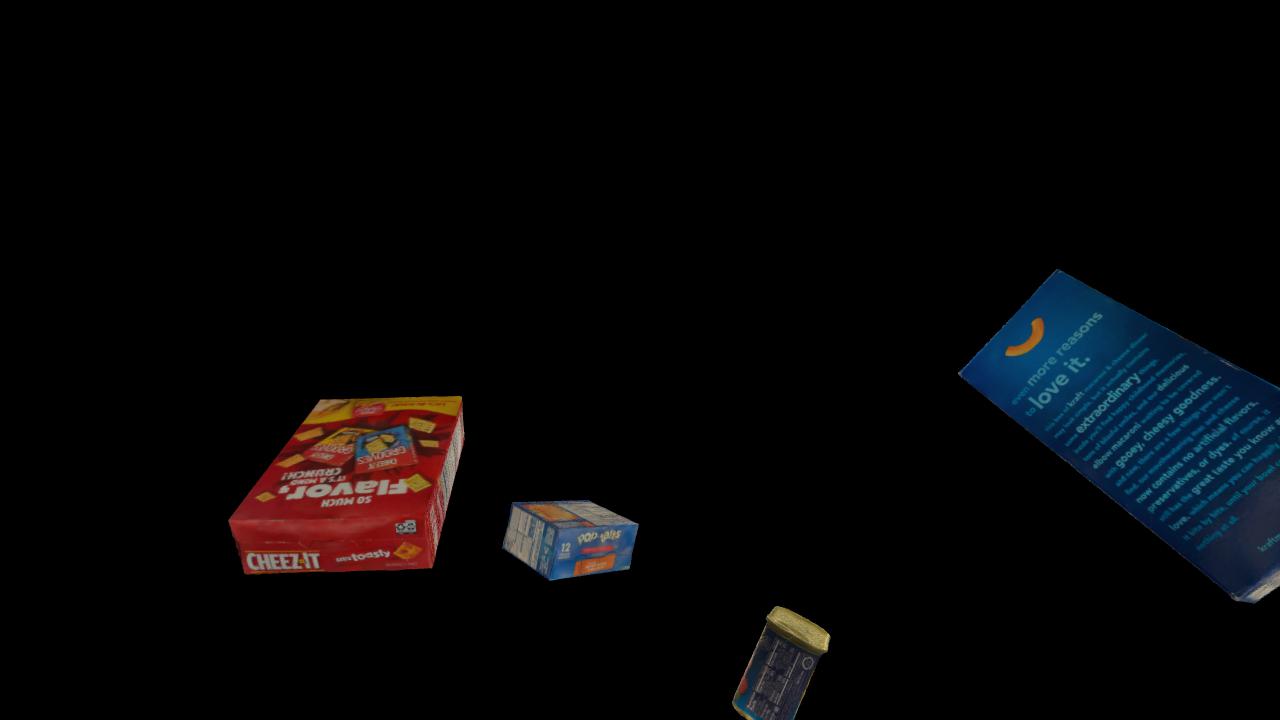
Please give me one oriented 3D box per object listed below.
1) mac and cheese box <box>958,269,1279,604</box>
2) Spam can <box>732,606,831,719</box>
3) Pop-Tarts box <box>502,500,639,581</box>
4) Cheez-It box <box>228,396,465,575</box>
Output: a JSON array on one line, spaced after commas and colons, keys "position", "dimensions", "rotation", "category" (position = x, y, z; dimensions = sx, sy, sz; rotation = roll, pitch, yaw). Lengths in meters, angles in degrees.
[{"position": [0.288, 0.032, 0.351], "dimensions": [0.041, 0.093, 0.184], "rotation": [18, 26, -34], "category": "mac and cheese box"}, {"position": [0.132, 0.286, 0.571], "dimensions": [0.058, 0.085, 0.101], "rotation": [23, -5, 24], "category": "Spam can"}, {"position": [-0.114, 0.292, 1.016], "dimensions": [0.167, 0.083, 0.141], "rotation": [10, 0, -44], "category": "Pop-Tarts box"}, {"position": [-0.280, 0.118, 0.637], "dimensions": [0.166, 0.071, 0.223], "rotation": [-1, 25, -7], "category": "Cheez-It box"}]
